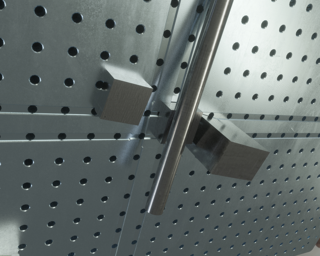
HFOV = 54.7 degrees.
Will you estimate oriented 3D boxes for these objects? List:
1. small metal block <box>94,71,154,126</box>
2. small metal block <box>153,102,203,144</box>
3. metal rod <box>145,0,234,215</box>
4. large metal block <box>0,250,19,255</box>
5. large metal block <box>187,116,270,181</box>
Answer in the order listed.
[{"bbox_3d":[-0.043,-0.034,0.366,0.050,0.025,0.050,10,113,-33],"label":"small metal block"},{"bbox_3d":[0.024,-0.006,0.420,0.050,0.025,0.050,2,117,-30],"label":"small metal block"},{"bbox_3d":[0.035,-0.029,0.382,0.025,0.025,0.298,9,105,-32],"label":"metal rod"},{"bbox_3d":[-0.226,0.217,0.406,0.081,0.050,0.079,-4,120,-27],"label":"large metal block"},{"bbox_3d":[0.092,0.027,0.443,0.081,0.080,0.050,15,111,-34],"label":"large metal block"}]
